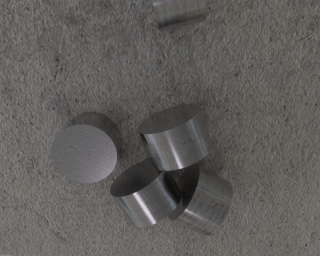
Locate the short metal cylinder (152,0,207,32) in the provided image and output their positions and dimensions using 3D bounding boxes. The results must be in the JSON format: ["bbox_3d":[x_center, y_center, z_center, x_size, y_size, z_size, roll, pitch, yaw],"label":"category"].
[{"bbox_3d":[0.015,-0.147,0.326,0.050,0.080,0.080,-13,110,4],"label":"short metal cylinder"}]

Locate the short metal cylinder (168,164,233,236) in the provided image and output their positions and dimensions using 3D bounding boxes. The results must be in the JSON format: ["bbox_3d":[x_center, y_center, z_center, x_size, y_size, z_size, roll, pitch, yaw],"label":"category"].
[{"bbox_3d":[0.053,0.096,0.416,0.050,0.080,0.080,28,108,-10],"label":"short metal cylinder"}]

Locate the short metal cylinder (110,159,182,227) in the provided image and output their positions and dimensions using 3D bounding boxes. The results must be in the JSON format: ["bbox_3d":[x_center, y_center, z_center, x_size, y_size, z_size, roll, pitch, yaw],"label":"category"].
[{"bbox_3d":[-0.018,0.084,0.411,0.080,0.080,0.050,-25,108,9],"label":"short metal cylinder"}]

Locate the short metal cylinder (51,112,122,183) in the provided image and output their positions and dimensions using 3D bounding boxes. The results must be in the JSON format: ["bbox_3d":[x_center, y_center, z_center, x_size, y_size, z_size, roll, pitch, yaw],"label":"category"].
[{"bbox_3d":[-0.093,0.024,0.404,0.081,0.050,0.079,0,110,0],"label":"short metal cylinder"}]

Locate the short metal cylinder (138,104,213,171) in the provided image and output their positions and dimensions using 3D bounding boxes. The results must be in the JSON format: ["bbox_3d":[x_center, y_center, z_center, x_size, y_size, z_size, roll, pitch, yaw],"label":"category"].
[{"bbox_3d":[0.019,0.010,0.384,0.080,0.080,0.050,-19,109,7],"label":"short metal cylinder"}]
